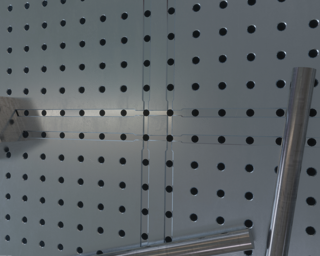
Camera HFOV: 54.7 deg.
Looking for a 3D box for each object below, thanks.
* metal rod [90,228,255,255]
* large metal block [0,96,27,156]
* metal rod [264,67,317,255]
[{"bbox_3d":[-0.026,0.175,0.421,0.300,0.025,0.025,-17,84,19],"label":"metal rod"},{"bbox_3d":[-0.275,0.002,0.496,0.080,0.050,0.080,-27,81,18],"label":"large metal block"},{"bbox_3d":[0.146,0.080,0.361,0.025,0.025,0.298,8,93,20],"label":"metal rod"}]
